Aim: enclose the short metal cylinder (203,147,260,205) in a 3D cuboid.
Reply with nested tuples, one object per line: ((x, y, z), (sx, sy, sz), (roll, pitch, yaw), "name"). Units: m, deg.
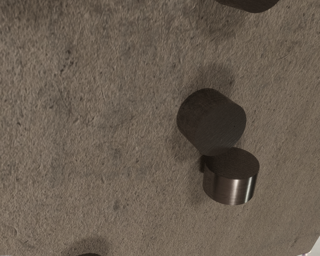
((0.108, 0.072, 0.477), (0.081, 0.080, 0.050), (-14, 124, -21), "short metal cylinder")

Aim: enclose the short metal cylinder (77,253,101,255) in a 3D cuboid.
((-0.117, 0.242, 0.478), (0.081, 0.050, 0.079), (-14, 125, -21), "short metal cylinder")

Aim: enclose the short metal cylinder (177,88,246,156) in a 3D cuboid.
((0.070, -0.008, 0.426), (0.081, 0.050, 0.079), (-14, 125, -21), "short metal cylinder")

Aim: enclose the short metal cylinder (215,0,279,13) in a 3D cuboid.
((0.097, -0.172, 0.339), (0.081, 0.050, 0.079), (-14, 125, -21), "short metal cylinder")
